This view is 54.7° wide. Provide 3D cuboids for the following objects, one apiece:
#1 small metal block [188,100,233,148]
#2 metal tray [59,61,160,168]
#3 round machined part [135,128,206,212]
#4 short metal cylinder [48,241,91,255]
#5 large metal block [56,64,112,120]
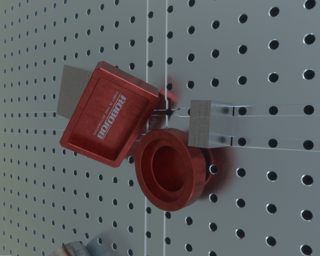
[{"bbox_3d":[0.057,-0.005,0.346,0.025,0.050,0.050,5,93,39],"label":"small metal block"},{"bbox_3d":[-0.070,-0.014,0.426,0.129,0.090,0.030,-57,17,24],"label":"metal tray"},{"bbox_3d":[0.017,0.048,0.379,0.098,0.042,0.097,7,100,44],"label":"round machined part"},{"bbox_3d":[-0.146,0.228,0.494,0.050,0.081,0.080,46,117,30],"label":"short metal cylinder"},{"bbox_3d":[-0.113,-0.051,0.486,0.080,0.050,0.079,20,103,38],"label":"large metal block"}]
